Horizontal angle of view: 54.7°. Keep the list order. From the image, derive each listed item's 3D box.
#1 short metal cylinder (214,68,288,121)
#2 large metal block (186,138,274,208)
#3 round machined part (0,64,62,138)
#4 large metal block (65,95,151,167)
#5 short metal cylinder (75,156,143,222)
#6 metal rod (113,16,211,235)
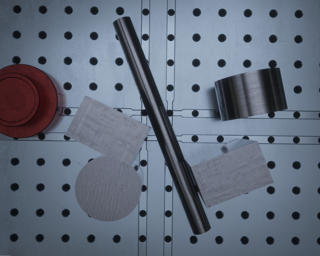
[{"bbox_3d":[0.112,-0.040,0.387,0.080,0.080,0.050,-11,90,0],"label":"short metal cylinder"},{"bbox_3d":[0.081,0.052,0.386,0.080,0.080,0.050,-21,90,0],"label":"large metal block"},{"bbox_3d":[-0.183,-0.035,0.403,0.099,0.042,0.097,0,90,0],"label":"round machined part"},{"bbox_3d":[-0.059,0.003,0.385,0.080,0.080,0.050,27,90,0],"label":"large metal block"},{"bbox_3d":[-0.063,0.074,0.400,0.081,0.050,0.080,0,90,0],"label":"short metal cylinder"},{"bbox_3d":[0.003,-0.003,0.413,0.025,0.025,0.299,-21,90,0],"label":"metal rod"}]
